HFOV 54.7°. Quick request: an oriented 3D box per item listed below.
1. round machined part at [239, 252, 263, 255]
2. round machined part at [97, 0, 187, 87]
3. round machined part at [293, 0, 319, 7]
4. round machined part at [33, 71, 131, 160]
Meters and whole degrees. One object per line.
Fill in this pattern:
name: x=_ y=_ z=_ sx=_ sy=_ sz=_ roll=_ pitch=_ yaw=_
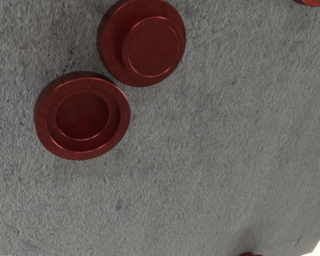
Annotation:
round machined part: x=0.197 y=0.322 z=0.702 sx=0.099 sy=0.042 sz=0.097 roll=-14 pitch=124 yaw=-21
round machined part: x=-0.014 y=-0.089 z=0.333 sx=0.099 sy=0.042 sz=0.097 roll=-14 pitch=124 yaw=-21
round machined part: x=0.209 y=-0.202 z=0.385 sx=0.099 sy=0.042 sz=0.097 roll=-14 pitch=124 yaw=-21
round machined part: x=-0.086 y=-0.016 z=0.339 sx=0.099 sy=0.042 sz=0.097 roll=-14 pitch=124 yaw=-21
